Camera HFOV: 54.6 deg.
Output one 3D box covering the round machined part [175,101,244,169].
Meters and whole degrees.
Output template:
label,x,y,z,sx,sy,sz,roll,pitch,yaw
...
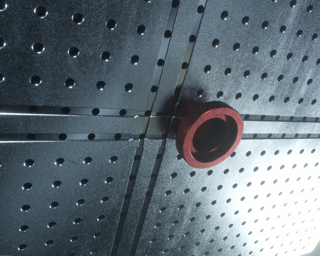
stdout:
label,x,y,z,sx,sy,sz,roll,pitch,yaw
round machined part,0.065,0.006,0.438,0.099,0.042,0.097,-14,124,-21
